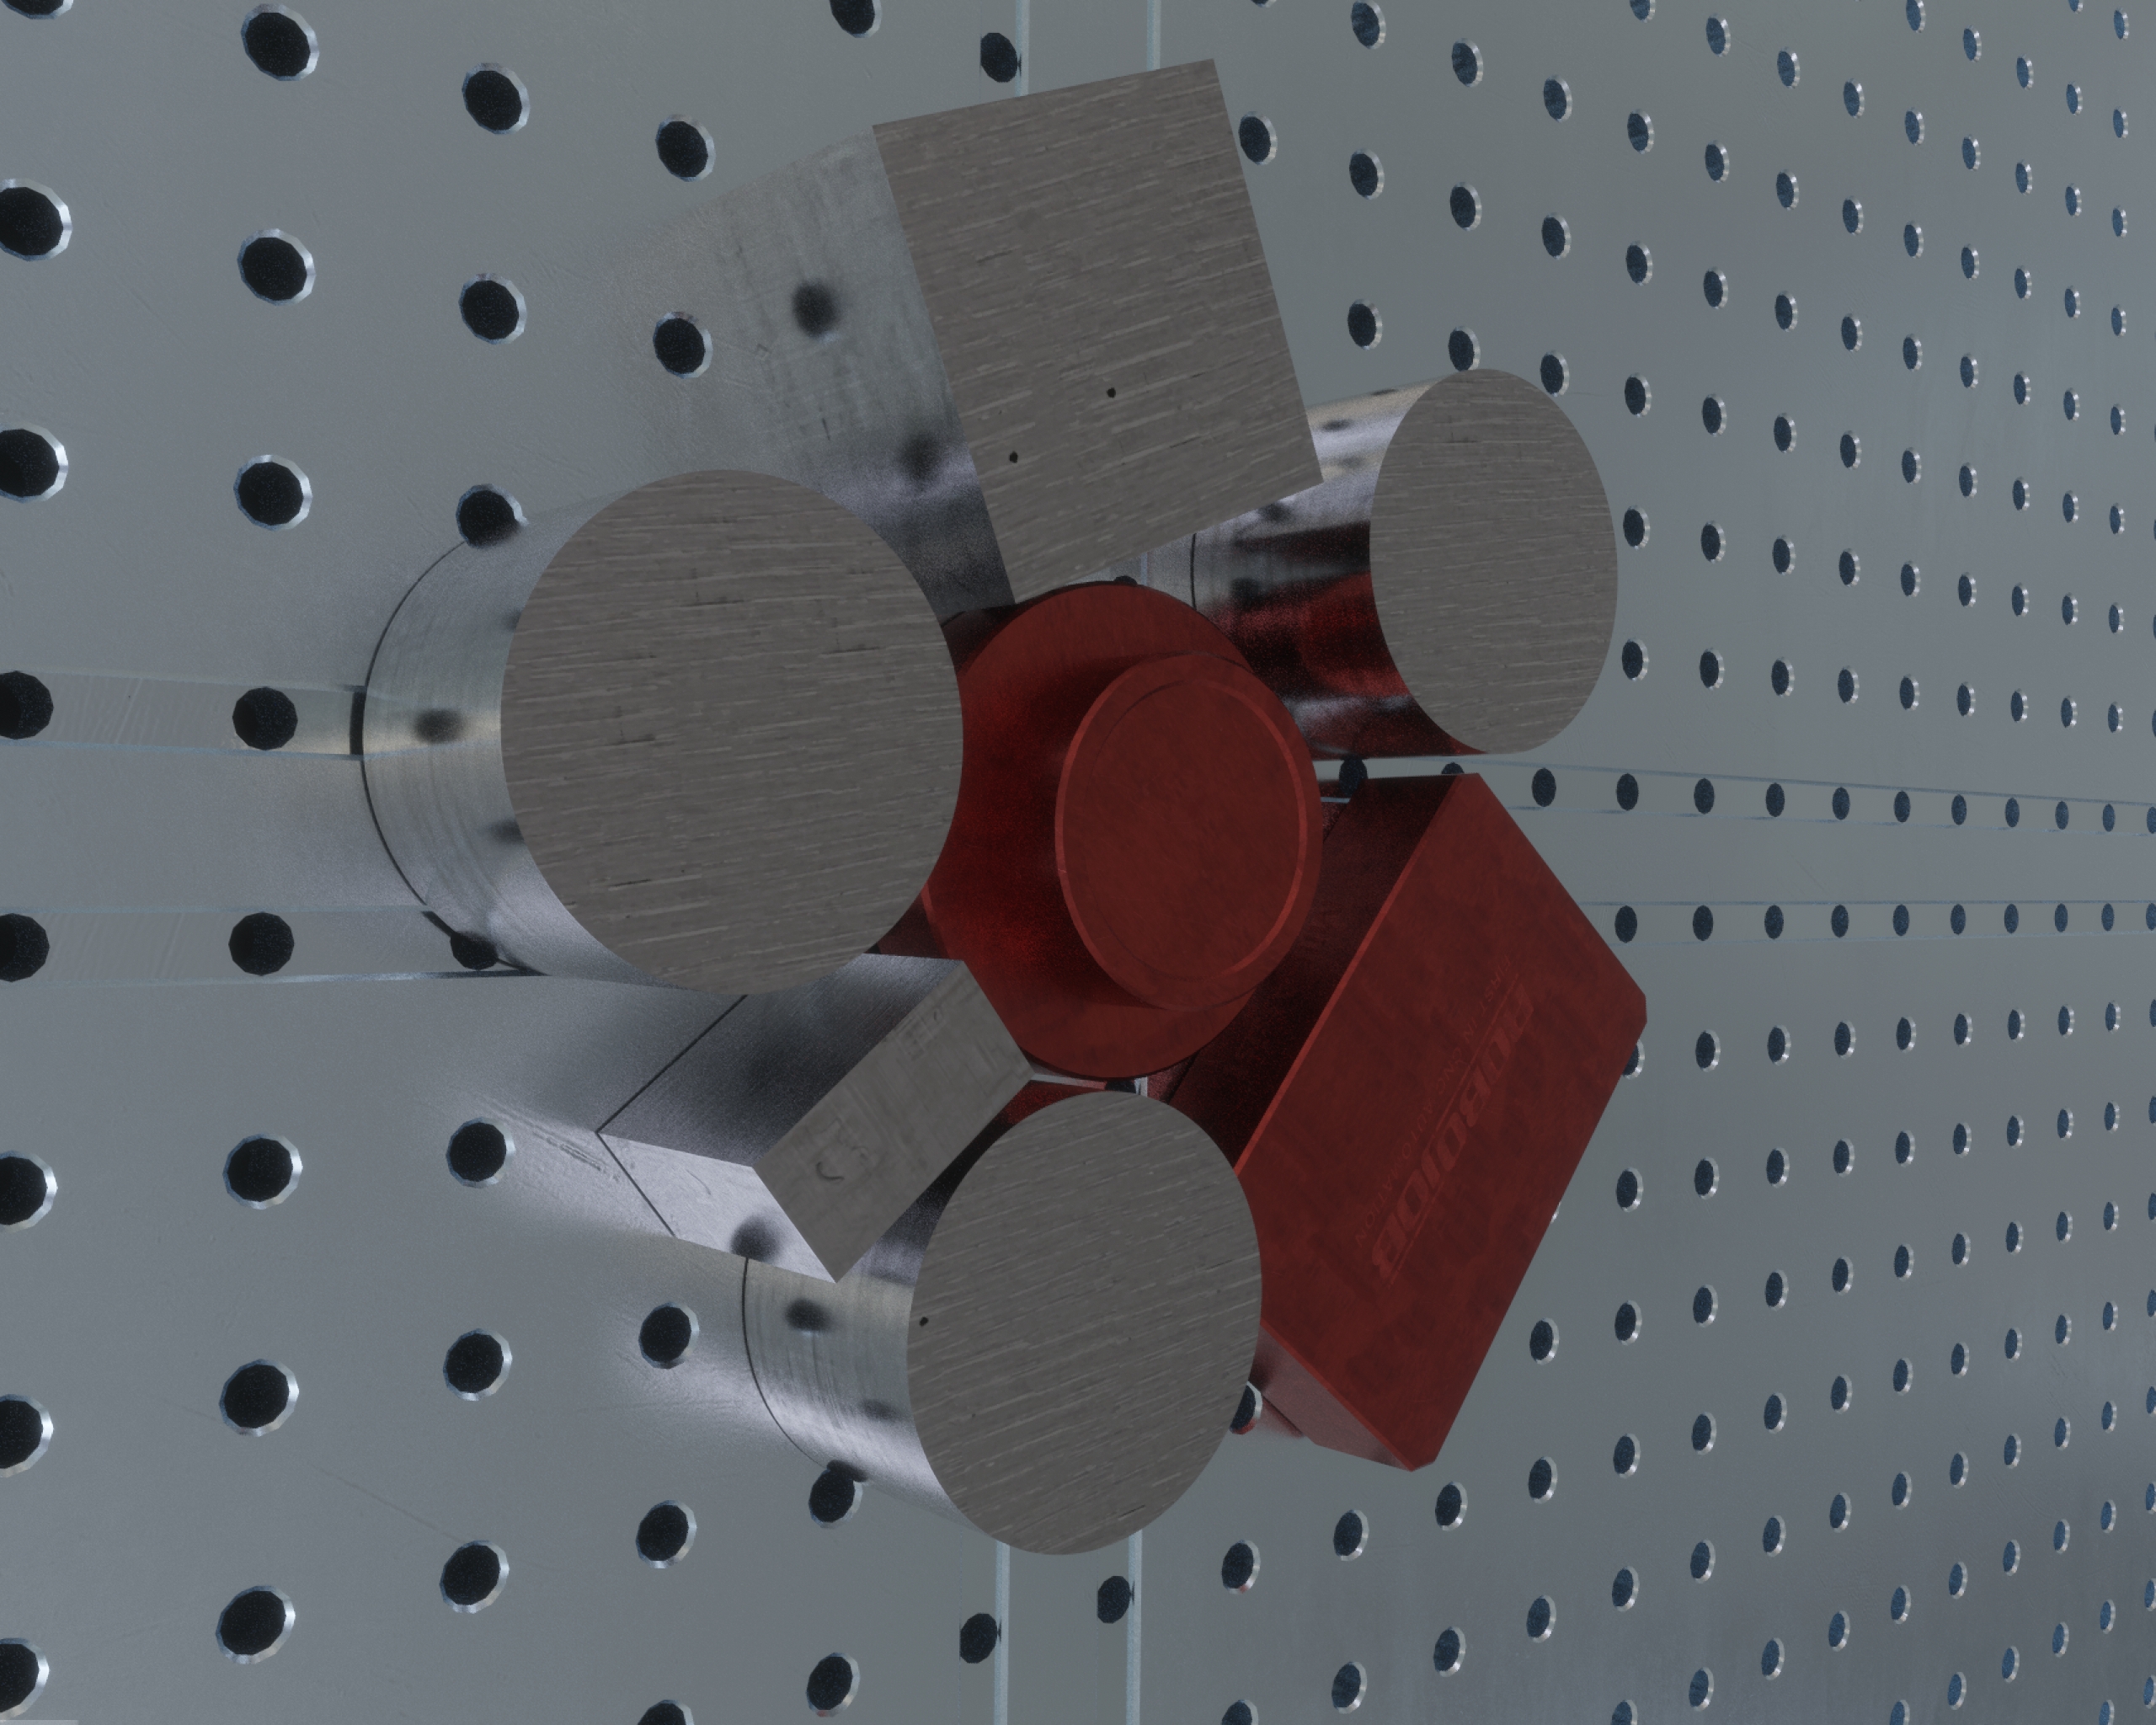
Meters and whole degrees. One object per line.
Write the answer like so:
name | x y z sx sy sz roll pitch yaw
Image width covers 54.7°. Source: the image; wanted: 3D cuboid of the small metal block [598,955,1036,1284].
small metal block | -0.044 0.041 0.354 0.050 0.050 0.025 -45 117 -31

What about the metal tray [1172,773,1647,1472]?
metal tray | 0.071 0.055 0.464 0.090 0.030 0.130 48 61 -29

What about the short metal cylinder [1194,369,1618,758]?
short metal cylinder | 0.072 -0.062 0.452 0.081 0.050 0.080 0 90 -40

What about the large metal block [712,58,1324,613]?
large metal block | -0.009 -0.095 0.385 0.081 0.050 0.080 -27 107 -37

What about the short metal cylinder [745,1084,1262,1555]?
short metal cylinder | -0.013 0.079 0.381 0.081 0.050 0.080 0 90 -40

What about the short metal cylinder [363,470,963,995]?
short metal cylinder | -0.066 -0.020 0.336 0.081 0.050 0.080 0 90 -40

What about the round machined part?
round machined part | 0.009 -0.006 0.405 0.099 0.042 0.097 0 90 -40
